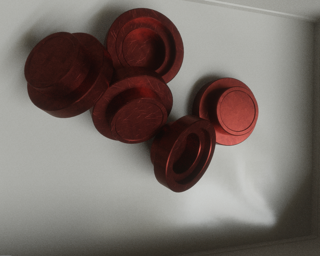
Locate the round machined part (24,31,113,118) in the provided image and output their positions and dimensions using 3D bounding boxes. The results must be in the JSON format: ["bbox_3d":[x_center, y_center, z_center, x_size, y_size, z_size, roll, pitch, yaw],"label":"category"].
[{"bbox_3d":[-0.104,-0.063,0.333,0.098,0.098,0.042,-61,151,-10],"label":"round machined part"}]

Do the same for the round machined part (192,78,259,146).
[{"bbox_3d":[0.099,-0.023,0.440,0.099,0.042,0.097,0,90,-21],"label":"round machined part"}]

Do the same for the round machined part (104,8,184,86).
[{"bbox_3d":[-0.023,-0.097,0.394,0.099,0.042,0.097,0,90,-21],"label":"round machined part"}]

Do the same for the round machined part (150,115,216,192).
[{"bbox_3d":[0.026,0.029,0.397,0.099,0.042,0.097,-26,128,-39],"label":"round machined part"}]

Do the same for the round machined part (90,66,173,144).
[{"bbox_3d":[-0.030,-0.019,0.364,0.099,0.042,0.097,-14,136,-14],"label":"round machined part"}]
